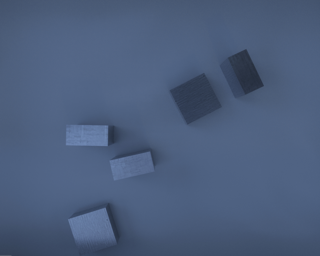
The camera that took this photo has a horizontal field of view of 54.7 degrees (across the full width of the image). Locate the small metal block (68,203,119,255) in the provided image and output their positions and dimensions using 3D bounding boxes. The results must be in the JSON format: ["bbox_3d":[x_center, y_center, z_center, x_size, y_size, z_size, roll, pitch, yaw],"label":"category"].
[{"bbox_3d":[-0.087,0.133,0.410,0.050,0.025,0.050,-17,90,-1],"label":"small metal block"}]

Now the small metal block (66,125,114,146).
[{"bbox_3d":[-0.088,0.009,0.398,0.050,0.050,0.025,1,90,-1],"label":"small metal block"}]

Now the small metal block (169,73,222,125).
[{"bbox_3d":[0.046,-0.038,0.412,0.050,0.025,0.050,-27,90,-1],"label":"small metal block"}]

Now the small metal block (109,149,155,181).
[{"bbox_3d":[-0.034,0.046,0.399,0.050,0.050,0.025,-13,90,0],"label":"small metal block"}]

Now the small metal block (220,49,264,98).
[{"bbox_3d":[0.104,-0.068,0.400,0.025,0.050,0.050,-26,90,0],"label":"small metal block"}]
